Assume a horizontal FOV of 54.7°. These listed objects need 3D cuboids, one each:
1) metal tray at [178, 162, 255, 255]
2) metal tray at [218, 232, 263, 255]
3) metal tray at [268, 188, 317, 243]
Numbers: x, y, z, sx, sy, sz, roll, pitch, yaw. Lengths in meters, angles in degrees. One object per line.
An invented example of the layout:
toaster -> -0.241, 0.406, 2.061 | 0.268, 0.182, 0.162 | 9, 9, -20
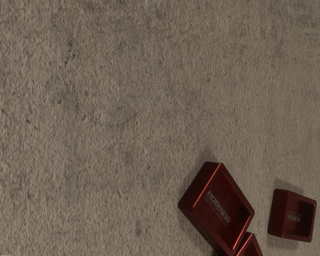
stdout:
metal tray -> 0.092, 0.126, 0.481 | 0.090, 0.030, 0.130 | -52, 121, -28
metal tray -> 0.143, 0.251, 0.525 | 0.091, 0.030, 0.129 | -39, 114, -33
metal tray -> 0.275, 0.182, 0.636 | 0.131, 0.030, 0.090 | 23, 76, -38
